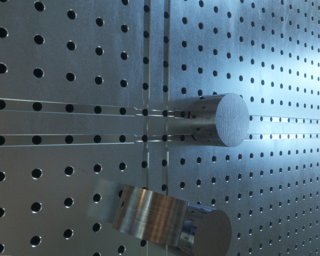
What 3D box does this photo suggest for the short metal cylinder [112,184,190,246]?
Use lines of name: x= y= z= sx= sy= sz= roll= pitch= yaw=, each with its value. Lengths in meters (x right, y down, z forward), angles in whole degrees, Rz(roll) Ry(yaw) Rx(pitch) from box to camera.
short metal cylinder: x=-0.010 y=0.102 z=0.367 sx=0.080 sy=0.080 sz=0.050 roll=26 pitch=74 yaw=-38

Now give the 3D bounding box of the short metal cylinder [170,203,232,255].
short metal cylinder: x=0.058 y=0.152 z=0.444 sx=0.081 sy=0.050 sz=0.079 roll=0 pitch=90 yaw=-40

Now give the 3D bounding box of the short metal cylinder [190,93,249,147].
short metal cylinder: x=0.091 y=-0.012 z=0.472 sx=0.081 sy=0.050 sz=0.079 roll=0 pitch=90 yaw=-40
